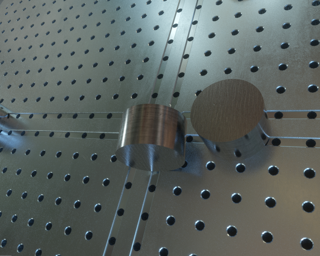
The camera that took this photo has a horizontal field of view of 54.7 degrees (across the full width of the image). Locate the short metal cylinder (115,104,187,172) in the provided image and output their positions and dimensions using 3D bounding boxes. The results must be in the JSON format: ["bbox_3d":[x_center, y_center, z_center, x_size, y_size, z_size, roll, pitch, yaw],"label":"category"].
[{"bbox_3d":[-0.009,0.014,0.368,0.080,0.080,0.050,-8,59,24],"label":"short metal cylinder"}]

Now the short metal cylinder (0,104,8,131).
[{"bbox_3d":[-0.335,-0.022,0.578,0.080,0.050,0.080,-13,57,20],"label":"short metal cylinder"}]

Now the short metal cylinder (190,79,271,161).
[{"bbox_3d":[0.081,-0.009,0.354,0.080,0.050,0.080,-13,56,20],"label":"short metal cylinder"}]
